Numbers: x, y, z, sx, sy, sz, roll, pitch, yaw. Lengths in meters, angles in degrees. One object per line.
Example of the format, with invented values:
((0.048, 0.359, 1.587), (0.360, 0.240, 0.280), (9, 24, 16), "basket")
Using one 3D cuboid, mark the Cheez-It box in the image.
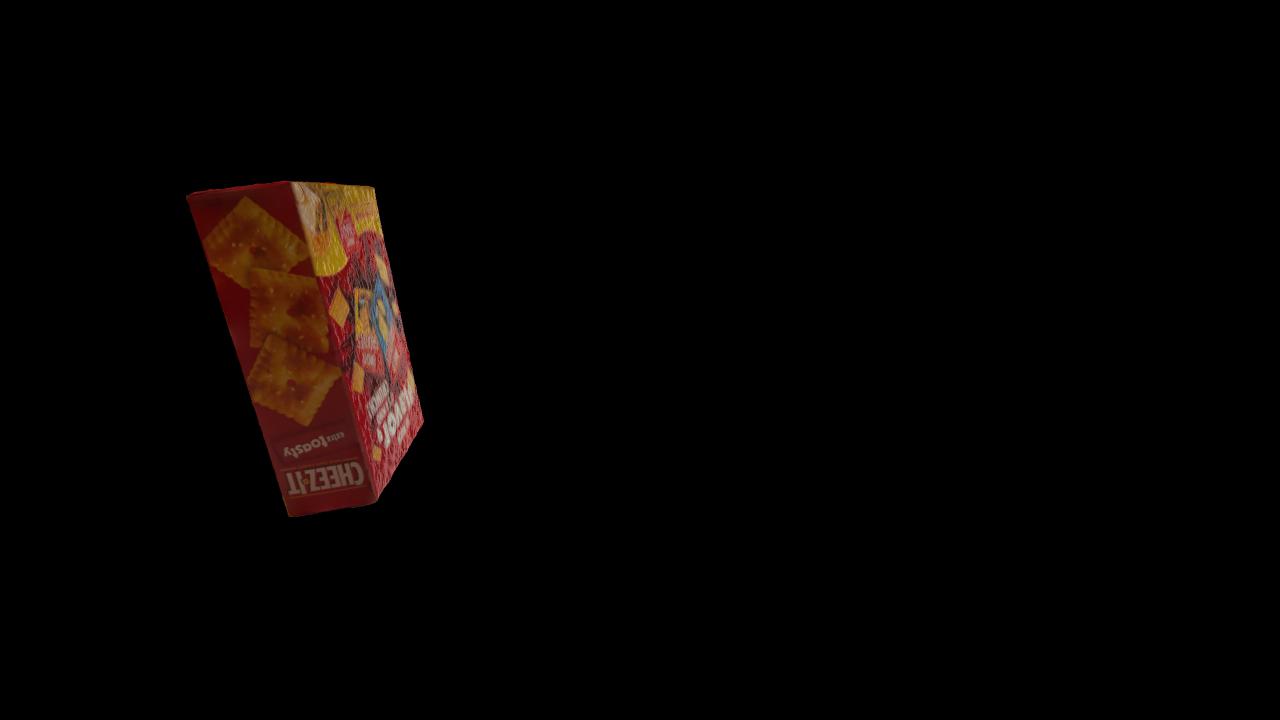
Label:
((-0.235, -0.020, 0.473), (0.071, 0.223, 0.166), (-9, 16, -5), "Cheez-It box")
